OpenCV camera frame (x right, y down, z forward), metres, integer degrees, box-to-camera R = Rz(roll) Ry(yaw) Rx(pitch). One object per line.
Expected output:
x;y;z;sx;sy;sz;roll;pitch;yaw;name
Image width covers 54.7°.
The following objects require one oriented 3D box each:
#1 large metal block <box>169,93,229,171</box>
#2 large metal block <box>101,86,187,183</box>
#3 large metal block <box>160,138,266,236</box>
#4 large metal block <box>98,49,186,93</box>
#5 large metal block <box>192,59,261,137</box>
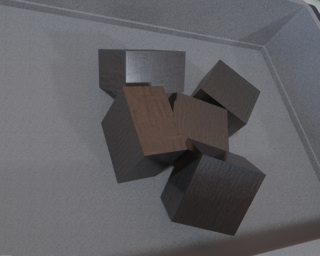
0.042;0.008;0.408;0.081;0.050;0.080;18;55;-19;large metal block
-0.023;0.008;0.353;0.050;0.080;0.080;-6;65;-31;large metal block
0.058;0.067;0.352;0.081;0.080;0.050;19;12;-19;large metal block
-0.025;-0.073;0.394;0.081;0.080;0.050;-8;108;-31;large metal block
0.094;-0.043;0.467;0.080;0.050;0.080;38;51;-3;large metal block
